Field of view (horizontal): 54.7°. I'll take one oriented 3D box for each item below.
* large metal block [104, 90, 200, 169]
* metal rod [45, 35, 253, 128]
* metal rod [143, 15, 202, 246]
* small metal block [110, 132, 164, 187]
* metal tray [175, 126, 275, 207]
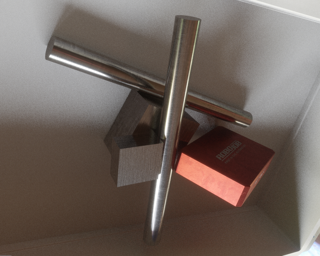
[{"bbox_3d":[-0.011,0.006,0.390,0.080,0.050,0.080,19,108,-36],"label":"large metal block"},{"bbox_3d":[0.012,-0.045,0.388,0.302,0.025,0.025,15,110,-35],"label":"metal rod"},{"bbox_3d":[0.008,0.025,0.364,0.025,0.025,0.298,-6,121,-26],"label":"metal rod"},{"bbox_3d":[-0.027,0.035,0.350,0.050,0.025,0.050,-7,121,-26],"label":"small metal block"},{"bbox_3d":[0.089,0.043,0.408,0.131,0.090,0.030,-25,136,-55],"label":"metal tray"}]
